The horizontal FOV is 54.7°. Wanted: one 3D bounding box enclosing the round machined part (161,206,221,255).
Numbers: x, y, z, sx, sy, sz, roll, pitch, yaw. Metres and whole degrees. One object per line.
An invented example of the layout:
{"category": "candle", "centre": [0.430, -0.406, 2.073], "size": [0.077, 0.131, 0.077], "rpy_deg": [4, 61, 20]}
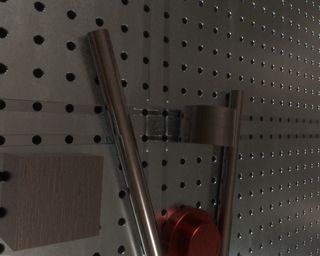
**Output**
{"category": "round machined part", "centre": [0.049, 0.165, 0.442], "size": [0.099, 0.042, 0.097], "rpy_deg": [0, 90, -40]}

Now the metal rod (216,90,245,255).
{"category": "metal rod", "centre": [0.111, 0.086, 0.505], "size": [0.025, 0.025, 0.298], "rpy_deg": [12, 83, -40]}

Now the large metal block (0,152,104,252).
{"category": "large metal block", "centre": [-0.106, 0.066, 0.305], "size": [0.081, 0.050, 0.080], "rpy_deg": [5, 87, -40]}

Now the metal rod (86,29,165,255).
{"category": "metal rod", "centre": [-0.038, 0.033, 0.379], "size": [0.025, 0.025, 0.298], "rpy_deg": [-22, 104, -38]}

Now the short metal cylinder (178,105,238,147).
{"category": "short metal cylinder", "centre": [0.067, -0.001, 0.432], "size": [0.081, 0.080, 0.050], "rpy_deg": [8, 85, -40]}
